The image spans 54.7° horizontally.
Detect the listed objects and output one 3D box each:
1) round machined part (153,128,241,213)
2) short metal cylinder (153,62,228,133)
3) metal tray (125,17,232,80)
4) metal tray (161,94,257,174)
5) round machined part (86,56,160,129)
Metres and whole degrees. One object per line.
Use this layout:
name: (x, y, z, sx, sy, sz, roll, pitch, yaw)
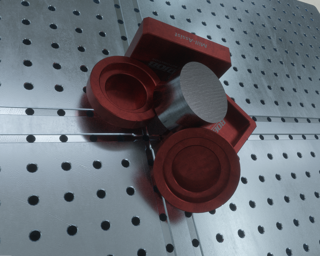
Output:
round machined part: (0.043, 0.048, 0.371, 0.099, 0.042, 0.097, 0, 92, 5)
short metal cylinder: (0.038, -0.035, 0.388, 0.081, 0.050, 0.080, 18, 60, -34)
metal tray: (0.022, -0.093, 0.436, 0.131, 0.090, 0.030, 14, 56, -21)
metal tray: (0.074, 0.004, 0.444, 0.090, 0.030, 0.131, 45, 51, 3)
round machined part: (-0.046, -0.041, 0.399, 0.099, 0.042, 0.098, 14, 56, -21)
